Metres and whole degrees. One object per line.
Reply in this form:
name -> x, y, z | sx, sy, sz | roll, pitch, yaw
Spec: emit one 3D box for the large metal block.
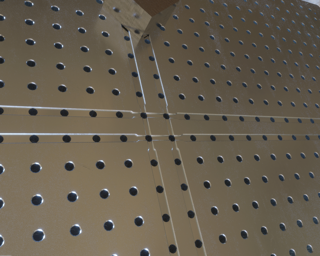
large metal block -> -0.030, -0.200, 0.497 | 0.080, 0.050, 0.080 | 43, 51, 1
